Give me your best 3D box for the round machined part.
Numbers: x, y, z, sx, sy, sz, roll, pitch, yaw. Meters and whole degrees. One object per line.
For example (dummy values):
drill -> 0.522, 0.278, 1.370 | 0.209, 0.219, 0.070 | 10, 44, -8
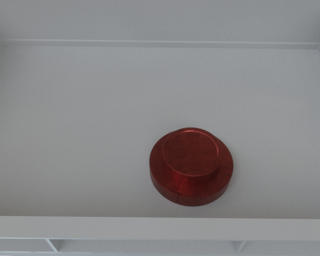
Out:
round machined part -> 0.037, 0.038, 0.363 | 0.099, 0.042, 0.098 | 0, 50, 0
